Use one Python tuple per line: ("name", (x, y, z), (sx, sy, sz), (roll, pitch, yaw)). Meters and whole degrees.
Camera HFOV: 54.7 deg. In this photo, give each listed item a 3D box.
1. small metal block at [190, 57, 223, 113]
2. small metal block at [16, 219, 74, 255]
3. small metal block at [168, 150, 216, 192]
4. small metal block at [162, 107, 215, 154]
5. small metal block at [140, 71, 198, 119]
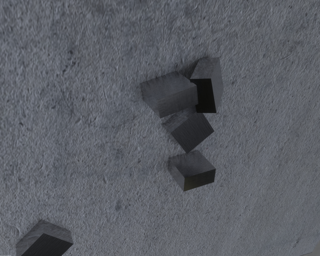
("small metal block", (0.060, -0.054, 0.388), (0.050, 0.025, 0.050), (-63, 147, -44))
("small metal block", (-0.156, 0.158, 0.419), (0.050, 0.025, 0.050), (-45, 129, 3))
("small metal block", (0.046, 0.061, 0.453), (0.050, 0.050, 0.025), (-13, 124, -22))
("small metal block", (0.040, 0.000, 0.428), (0.050, 0.025, 0.050), (-40, 130, -1))
("small metal block", (0.010, -0.041, 0.371), (0.050, 0.050, 0.025), (-22, 127, -16))
